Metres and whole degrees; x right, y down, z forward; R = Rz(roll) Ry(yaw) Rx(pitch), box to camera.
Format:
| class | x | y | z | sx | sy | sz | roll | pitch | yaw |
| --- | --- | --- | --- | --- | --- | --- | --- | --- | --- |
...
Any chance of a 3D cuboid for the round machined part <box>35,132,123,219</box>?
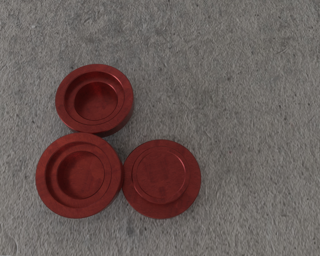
| class | x | y | z | sx | sy | sz | roll | pitch | yaw |
| --- | --- | --- | --- | --- | --- | --- | --- | --- | --- |
| round machined part | -0.093 | 0.057 | 0.373 | 0.099 | 0.042 | 0.098 | 0 | 78 | 1 |

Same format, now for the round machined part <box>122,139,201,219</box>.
| class | x | y | z | sx | sy | sz | roll | pitch | yaw |
| --- | --- | --- | --- | --- | --- | --- | --- | --- | --- |
| round machined part | 0.001 | 0.060 | 0.377 | 0.099 | 0.042 | 0.098 | 0 | 70 | 0 |

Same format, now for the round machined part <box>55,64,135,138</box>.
| class | x | y | z | sx | sy | sz | roll | pitch | yaw |
| --- | --- | --- | --- | --- | --- | --- | --- | --- | --- |
| round machined part | -0.083 | -0.032 | 0.410 | 0.099 | 0.042 | 0.098 | 0 | 70 | 0 |
